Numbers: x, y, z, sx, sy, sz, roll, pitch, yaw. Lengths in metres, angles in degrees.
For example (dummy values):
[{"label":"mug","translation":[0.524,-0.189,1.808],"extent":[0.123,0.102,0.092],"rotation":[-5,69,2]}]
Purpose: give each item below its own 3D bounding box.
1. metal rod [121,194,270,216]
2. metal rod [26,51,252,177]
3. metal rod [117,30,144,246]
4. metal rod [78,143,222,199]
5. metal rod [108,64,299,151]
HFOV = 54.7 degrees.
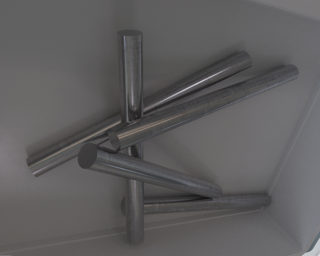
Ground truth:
[{"label":"metal rod","translation":[0.077,0.129,0.529],"extent":[0.302,0.025,0.025],"rotation":[6,116,-31]},{"label":"metal rod","translation":[-0.016,-0.023,0.385],"extent":[0.302,0.025,0.025],"rotation":[-28,128,-11]},{"label":"metal rod","translation":[-0.033,0.035,0.378],"extent":[0.025,0.025,0.298],"rotation":[-12,124,-22]},{"label":"metal rod","translation":[0.013,0.067,0.408],"extent":[0.025,0.025,0.301],"rotation":[-52,144,9]},{"label":"metal rod","translation":[0.075,-0.036,0.389],"extent":[0.302,0.025,0.025],"rotation":[-21,128,-30]}]
